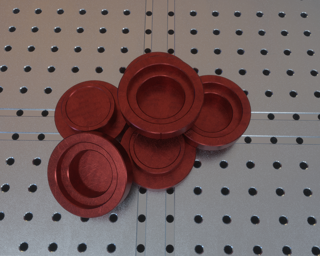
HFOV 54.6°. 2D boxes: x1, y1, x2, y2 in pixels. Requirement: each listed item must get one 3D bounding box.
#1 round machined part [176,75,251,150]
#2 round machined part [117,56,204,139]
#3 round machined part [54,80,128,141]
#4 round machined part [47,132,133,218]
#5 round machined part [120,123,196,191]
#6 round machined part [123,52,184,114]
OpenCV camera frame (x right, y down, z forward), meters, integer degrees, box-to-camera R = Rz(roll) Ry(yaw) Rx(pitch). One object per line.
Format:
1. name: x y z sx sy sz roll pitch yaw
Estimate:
1. round machined part: 0.065 -0.017 0.409 0.099 0.042 0.098 0 70 0
2. round machined part: 0.001 -0.033 0.369 0.099 0.042 0.098 0 70 0
3. round machined part: -0.090 -0.020 0.410 0.099 0.042 0.098 0 70 0
4. round machined part: -0.079 0.052 0.369 0.098 0.042 0.097 1 93 14
5. round machined part: -0.003 0.028 0.392 0.099 0.042 0.098 0 70 0
6. round machined part: -0.003 -0.064 0.426 0.099 0.042 0.098 0 70 0
